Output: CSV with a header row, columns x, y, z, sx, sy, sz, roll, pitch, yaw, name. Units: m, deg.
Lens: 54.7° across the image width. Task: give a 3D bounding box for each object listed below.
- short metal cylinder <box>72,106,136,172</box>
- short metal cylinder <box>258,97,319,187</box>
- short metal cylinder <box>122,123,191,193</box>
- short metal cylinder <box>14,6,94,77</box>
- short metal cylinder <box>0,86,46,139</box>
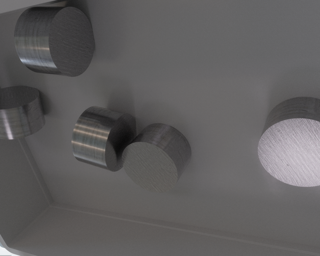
x,y,z,sx,sy,sz,roll,pitch,yaw,name
-0.073,0.014,0.421,0.050,0.080,0.079,14,124,21,short metal cylinder
0.148,0.014,0.323,0.080,0.050,0.079,13,124,21,short metal cylinder
-0.004,0.040,0.419,0.080,0.050,0.079,13,124,21,short metal cylinder
-0.124,-0.104,0.374,0.050,0.080,0.079,10,123,23,short metal cylinder
-0.223,-0.025,0.475,0.080,0.080,0.050,14,124,20,short metal cylinder
